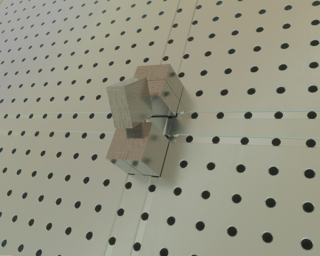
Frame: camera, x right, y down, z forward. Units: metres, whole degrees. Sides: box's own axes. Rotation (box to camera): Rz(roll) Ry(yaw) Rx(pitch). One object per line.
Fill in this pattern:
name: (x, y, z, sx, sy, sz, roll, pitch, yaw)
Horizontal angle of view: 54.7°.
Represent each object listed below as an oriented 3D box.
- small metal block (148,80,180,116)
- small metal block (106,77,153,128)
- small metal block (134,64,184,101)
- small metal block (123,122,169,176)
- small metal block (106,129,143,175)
small metal block: (-0.008, -0.039, 0.419, 0.050, 0.050, 0.025, 2, 63, 29)
small metal block: (-0.035, -0.031, 0.375, 0.025, 0.050, 0.050, 0, 19, 29)
small metal block: (-0.002, -0.062, 0.429, 0.050, 0.050, 0.025, 2, 63, 29)
small metal block: (-0.016, 0.026, 0.381, 0.025, 0.050, 0.050, 1, 63, 29)
small metal block: (-0.037, 0.026, 0.394, 0.025, 0.050, 0.050, 1, 63, 29)
